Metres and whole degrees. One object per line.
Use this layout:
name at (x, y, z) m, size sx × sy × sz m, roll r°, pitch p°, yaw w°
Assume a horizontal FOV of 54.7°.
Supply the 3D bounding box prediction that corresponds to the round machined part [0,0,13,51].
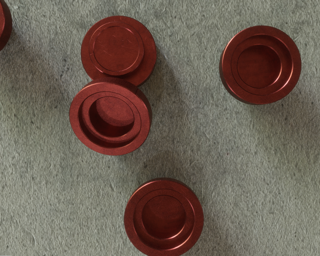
round machined part at (-0.239, -0.134, 0.399) m, size 0.099 × 0.042 × 0.097 m, roll 0°, pitch 90°, yaw 0°

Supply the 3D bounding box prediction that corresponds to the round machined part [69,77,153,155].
round machined part at (-0.058, -0.018, 0.388) m, size 0.099 × 0.042 × 0.097 m, roll 2°, pitch 117°, yaw 5°

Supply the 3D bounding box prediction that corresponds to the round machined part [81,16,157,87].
round machined part at (-0.054, -0.097, 0.401) m, size 0.099 × 0.042 × 0.097 m, roll 0°, pitch 90°, yaw 0°

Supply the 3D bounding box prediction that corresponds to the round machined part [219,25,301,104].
round machined part at (0.126, -0.078, 0.402) m, size 0.099 × 0.042 × 0.097 m, roll 0°, pitch 90°, yaw 0°

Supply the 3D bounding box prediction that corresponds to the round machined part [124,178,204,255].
round machined part at (0.005, 0.113, 0.401) m, size 0.099 × 0.042 × 0.097 m, roll 0°, pitch 90°, yaw 0°
